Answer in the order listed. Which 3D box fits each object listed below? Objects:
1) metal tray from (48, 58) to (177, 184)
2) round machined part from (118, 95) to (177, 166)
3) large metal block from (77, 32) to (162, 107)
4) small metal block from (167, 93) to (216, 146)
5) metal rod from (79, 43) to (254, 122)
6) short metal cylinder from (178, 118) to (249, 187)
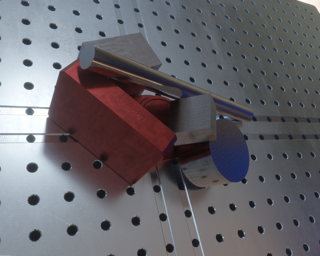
[{"bbox_3d":[-0.056,-0.003,0.338,0.130,0.090,0.030,40,51,-2],"label":"metal tray"},{"bbox_3d":[-0.005,-0.003,0.401,0.099,0.042,0.098,14,56,-21],"label":"round machined part"},{"bbox_3d":[-0.057,-0.066,0.381,0.081,0.080,0.050,-23,75,-37],"label":"large metal block"},{"bbox_3d":[0.038,-0.010,0.364,0.025,0.050,0.050,57,32,-47],"label":"small metal block"},{"bbox_3d":[0.036,-0.044,0.395,0.302,0.025,0.025,12,54,-45],"label":"metal rod"},{"bbox_3d":[0.069,0.033,0.396,0.081,0.050,0.080,17,64,-39],"label":"short metal cylinder"}]
